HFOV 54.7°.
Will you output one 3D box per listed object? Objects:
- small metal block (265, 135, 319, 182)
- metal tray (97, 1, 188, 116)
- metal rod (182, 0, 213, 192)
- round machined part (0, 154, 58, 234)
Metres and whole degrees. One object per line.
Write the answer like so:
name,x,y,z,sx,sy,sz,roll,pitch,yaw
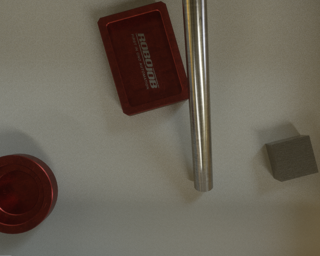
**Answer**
small metal block,0.175,0.040,0.414,0.050,0.025,0.050,-14,90,-1
metal tray,-0.020,-0.089,0.408,0.091,0.030,0.129,-16,90,-1
metal rod,0.044,-0.056,0.351,0.025,0.025,0.298,-7,115,0
round machined part,-0.181,0.082,0.401,0.099,0.042,0.097,0,90,-1
